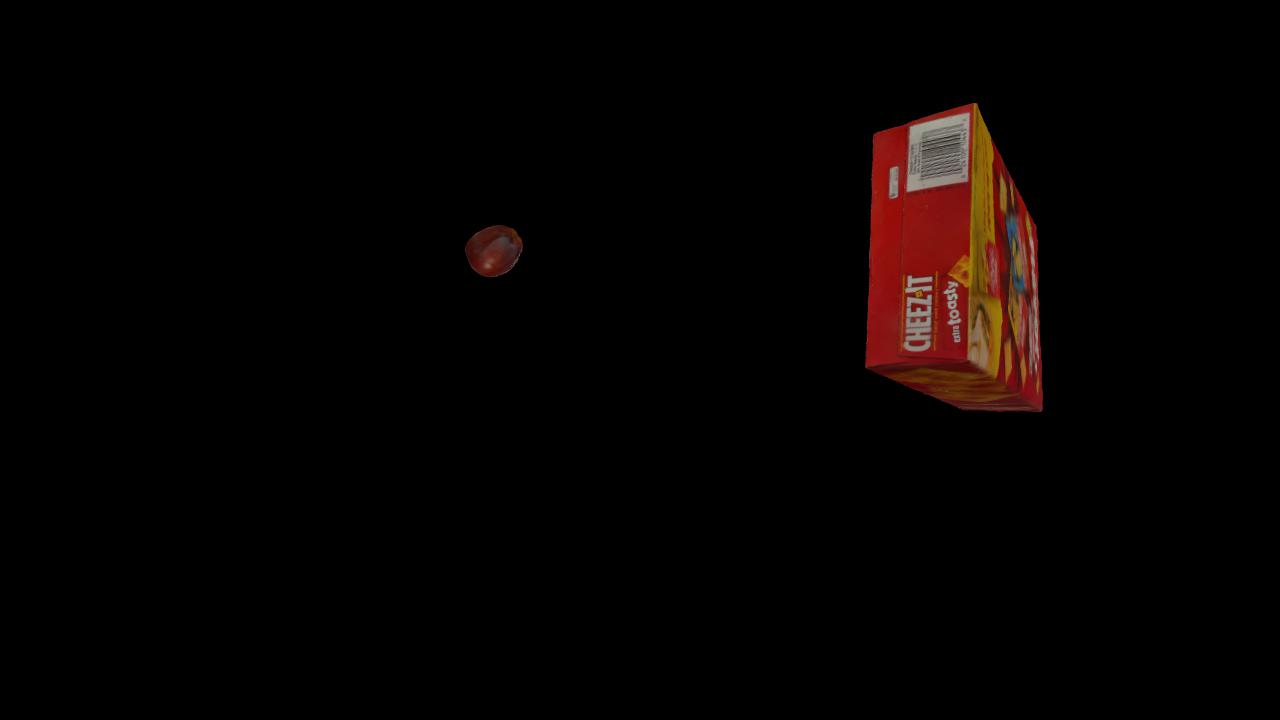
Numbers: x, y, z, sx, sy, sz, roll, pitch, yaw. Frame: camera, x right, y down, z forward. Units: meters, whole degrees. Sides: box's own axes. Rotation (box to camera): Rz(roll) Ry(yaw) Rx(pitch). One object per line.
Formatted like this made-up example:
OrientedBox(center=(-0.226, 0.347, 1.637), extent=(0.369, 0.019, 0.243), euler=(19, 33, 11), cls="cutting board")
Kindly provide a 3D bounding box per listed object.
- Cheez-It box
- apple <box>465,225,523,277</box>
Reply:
OrientedBox(center=(0.243, -0.056, 0.458), extent=(0.071, 0.166, 0.223), euler=(-3, -12, 42), cls="Cheez-It box")
OrientedBox(center=(-0.232, -0.172, 0.981), extent=(0.093, 0.079, 0.079), euler=(-33, -11, 17), cls="apple")
